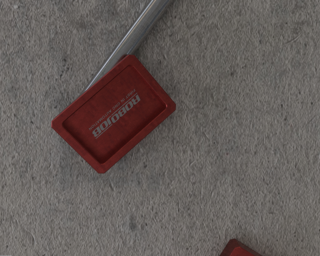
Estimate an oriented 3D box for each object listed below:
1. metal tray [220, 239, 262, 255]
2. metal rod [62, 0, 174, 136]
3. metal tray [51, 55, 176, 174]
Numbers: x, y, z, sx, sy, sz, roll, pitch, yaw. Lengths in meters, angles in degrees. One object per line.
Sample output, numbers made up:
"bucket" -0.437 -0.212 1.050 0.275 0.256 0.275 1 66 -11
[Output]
"metal tray" 0.129 0.220 0.408 0.130 0.030 0.090 32 90 0
"metal rod" -0.039 -0.113 0.409 0.025 0.025 0.299 36 90 0
"metal tray" -0.057 -0.018 0.391 0.130 0.030 0.090 -42 106 -4
